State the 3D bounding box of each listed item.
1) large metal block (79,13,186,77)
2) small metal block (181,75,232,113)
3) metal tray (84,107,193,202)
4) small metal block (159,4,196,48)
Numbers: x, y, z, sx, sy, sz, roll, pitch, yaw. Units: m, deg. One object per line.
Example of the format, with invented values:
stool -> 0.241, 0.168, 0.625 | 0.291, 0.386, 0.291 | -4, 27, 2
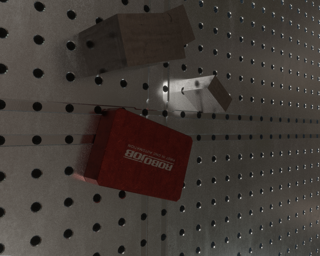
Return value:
large metal block -> -0.031, -0.093, 0.348 | 0.081, 0.080, 0.050 | -18, 102, -39
small metal block -> 0.069, -0.048, 0.453 | 0.050, 0.050, 0.025 | 47, 62, -31
metal tray -> -0.021, 0.037, 0.391 | 0.131, 0.030, 0.090 | 22, 76, -38
small metal block -> 0.016, -0.135, 0.425 | 0.050, 0.025, 0.050 | -37, 113, -34
